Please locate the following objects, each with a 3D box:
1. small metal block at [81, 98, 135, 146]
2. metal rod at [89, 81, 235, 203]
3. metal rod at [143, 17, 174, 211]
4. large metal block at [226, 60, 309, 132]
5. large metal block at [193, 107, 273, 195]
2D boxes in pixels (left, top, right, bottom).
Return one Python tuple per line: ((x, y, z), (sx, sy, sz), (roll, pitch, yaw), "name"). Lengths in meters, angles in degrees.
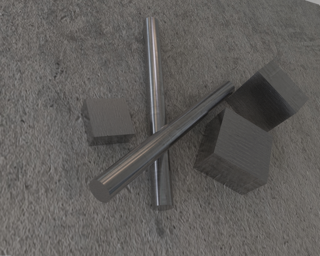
((-0.063, -0.008, 0.374), (0.050, 0.025, 0.050), (-4, 64, -30), "small metal block")
((0.027, -0.004, 0.392), (0.025, 0.025, 0.302), (48, 43, 5), "metal rod")
((-0.006, -0.039, 0.424), (0.025, 0.025, 0.299), (10, 57, -23), "metal rod")
((0.165, -0.044, 0.484), (0.080, 0.080, 0.050), (49, 51, 6), "large metal block")
((0.101, 0.032, 0.423), (0.080, 0.050, 0.080), (30, 52, -9), "large metal block")
